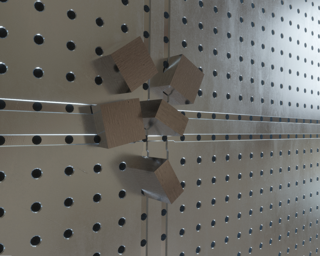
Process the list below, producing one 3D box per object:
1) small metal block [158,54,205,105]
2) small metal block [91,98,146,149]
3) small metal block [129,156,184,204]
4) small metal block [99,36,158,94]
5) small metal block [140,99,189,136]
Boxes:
[{"bbox_3d":[0.031,-0.067,0.437,0.050,0.025,0.050,34,69,-35],"label":"small metal block"},{"bbox_3d":[-0.048,-0.007,0.367,0.050,0.025,0.050,-15,100,-33],"label":"small metal block"},{"bbox_3d":[-0.005,0.065,0.391,0.025,0.050,0.050,-40,115,-33],"label":"small metal block"},{"bbox_3d":[-0.037,-0.077,0.380,0.050,0.025,0.050,-43,116,-32],"label":"small metal block"},{"bbox_3d":[-0.001,-0.012,0.394,0.050,0.050,0.025,34,69,-36],"label":"small metal block"}]
